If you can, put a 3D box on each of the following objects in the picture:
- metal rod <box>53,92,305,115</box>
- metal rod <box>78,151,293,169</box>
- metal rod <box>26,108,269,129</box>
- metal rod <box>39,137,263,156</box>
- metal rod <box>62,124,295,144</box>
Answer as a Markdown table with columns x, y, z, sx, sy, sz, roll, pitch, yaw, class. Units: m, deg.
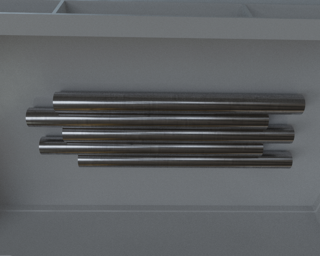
| x | y | z | sx | sy | sz | roll | pitch | yaw | class |
| --- | --- | --- | --- | --- | --- | --- | --- | --- | --- |
| 0.024 | -0.030 | 0.382 | 0.302 | 0.025 | 0.025 | 1 | 130 | -1 | metal rod |
| 0.036 | 0.045 | 0.446 | 0.302 | 0.025 | 0.025 | 1 | 130 | -1 | metal rod |
| -0.014 | -0.012 | 0.397 | 0.302 | 0.025 | 0.025 | 1 | 130 | -1 | metal rod |
| -0.011 | 0.026 | 0.429 | 0.302 | 0.025 | 0.025 | 1 | 130 | -1 | metal rod |
| 0.025 | 0.007 | 0.414 | 0.302 | 0.025 | 0.025 | 1 | 130 | -1 | metal rod |
